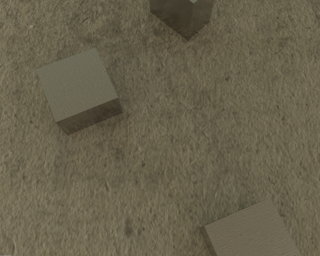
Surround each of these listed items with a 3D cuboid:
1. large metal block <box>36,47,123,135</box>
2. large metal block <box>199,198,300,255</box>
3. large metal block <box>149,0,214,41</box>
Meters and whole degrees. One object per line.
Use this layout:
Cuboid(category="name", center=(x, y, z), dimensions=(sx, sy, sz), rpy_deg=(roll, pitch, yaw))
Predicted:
Cuboid(category="large metal block", center=(-0.105, -0.048, 0.411), dimensions=(0.080, 0.050, 0.080), rpy_deg=(-23, 72, -9))
Cuboid(category="large metal block", center=(0.100, 0.134, 0.347), dimensions=(0.080, 0.050, 0.080), rpy_deg=(-21, 72, -8))
Cuboid(category="large metal block", center=(0.031, -0.188, 0.448), dimensions=(0.080, 0.080, 0.050), rpy_deg=(41, 75, 13))
